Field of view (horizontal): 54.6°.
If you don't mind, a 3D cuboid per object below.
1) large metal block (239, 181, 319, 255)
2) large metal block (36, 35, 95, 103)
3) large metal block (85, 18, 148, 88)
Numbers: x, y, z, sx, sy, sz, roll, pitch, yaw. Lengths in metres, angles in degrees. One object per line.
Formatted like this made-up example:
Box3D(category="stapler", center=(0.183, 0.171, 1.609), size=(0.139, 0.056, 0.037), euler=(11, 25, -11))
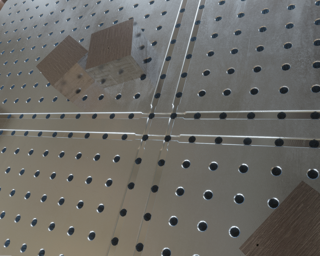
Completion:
Box3D(category="large metal block", center=(0.129, 0.106, 0.260), size=(0.080, 0.050, 0.080), euler=(-45, 51, -3))
Box3D(category="large metal block", center=(-0.155, -0.104, 0.539), size=(0.080, 0.050, 0.080), euler=(-45, 51, -3))
Box3D(category="large metal block", center=(-0.068, -0.120, 0.503), size=(0.080, 0.050, 0.080), euler=(-13, 56, 21))
